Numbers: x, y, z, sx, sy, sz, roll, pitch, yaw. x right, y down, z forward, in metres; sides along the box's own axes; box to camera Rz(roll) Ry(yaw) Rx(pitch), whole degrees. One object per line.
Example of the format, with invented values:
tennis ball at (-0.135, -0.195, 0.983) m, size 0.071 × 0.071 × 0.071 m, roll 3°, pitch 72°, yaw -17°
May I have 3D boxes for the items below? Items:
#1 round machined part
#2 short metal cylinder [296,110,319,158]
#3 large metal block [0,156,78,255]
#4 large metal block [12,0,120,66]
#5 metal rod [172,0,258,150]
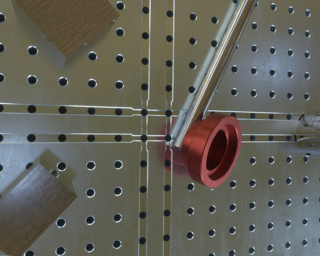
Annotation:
round machined part at (0.066, 0.027, 0.412) m, size 0.099 × 0.042 × 0.097 m, roll -22°, pitch 121°, yaw -44°
short metal cylinder at (0.270, 0.011, 0.499) m, size 0.081 × 0.050 × 0.080 m, roll 0°, pitch 90°, yaw -20°
large metal block at (-0.140, 0.080, 0.332) m, size 0.050 × 0.080 × 0.080 m, roll 46°, pitch 76°, yaw -14°
large metal block at (-0.108, -0.132, 0.359) m, size 0.080 × 0.050 × 0.080 m, roll -44°, pitch 104°, yaw -15°
metal rod at (0.091, -0.105, 0.445) m, size 0.025 × 0.025 × 0.299 m, roll 28°, pitch 81°, yaw -18°
